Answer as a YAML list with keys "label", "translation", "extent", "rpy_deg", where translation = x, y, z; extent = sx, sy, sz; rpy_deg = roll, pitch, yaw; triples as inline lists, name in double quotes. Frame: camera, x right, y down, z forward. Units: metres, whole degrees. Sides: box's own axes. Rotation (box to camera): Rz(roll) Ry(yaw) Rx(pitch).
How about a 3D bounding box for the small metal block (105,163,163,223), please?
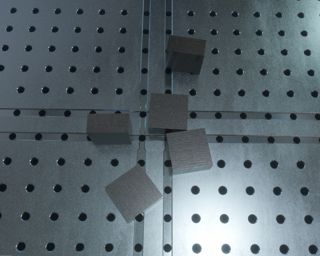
- label: "small metal block"
  translation: [-0.031, 0.080, 0.382]
  extent: [0.050, 0.025, 0.050]
  rpy_deg: [-35, 74, -12]

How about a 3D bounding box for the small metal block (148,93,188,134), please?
- label: "small metal block"
  translation: [0.011, -0.018, 0.419]
  extent: [0.050, 0.025, 0.050]
  rpy_deg: [4, 70, 1]

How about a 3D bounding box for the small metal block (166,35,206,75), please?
- label: "small metal block"
  translation: [0.035, -0.102, 0.436]
  extent: [0.050, 0.050, 0.025]
  rpy_deg: [9, 71, 3]

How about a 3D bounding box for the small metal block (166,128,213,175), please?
- label: "small metal block"
  translation: [0.037, 0.031, 0.401]
  extent: [0.050, 0.025, 0.050]
  rpy_deg: [-8, 70, -4]

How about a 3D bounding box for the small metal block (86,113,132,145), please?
- label: "small metal block"
  translation: [-0.063, 0.002, 0.397]
  extent: [0.050, 0.050, 0.025]
  rpy_deg: [-1, 70, -1]
